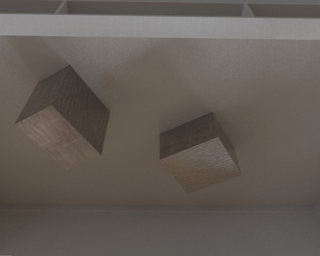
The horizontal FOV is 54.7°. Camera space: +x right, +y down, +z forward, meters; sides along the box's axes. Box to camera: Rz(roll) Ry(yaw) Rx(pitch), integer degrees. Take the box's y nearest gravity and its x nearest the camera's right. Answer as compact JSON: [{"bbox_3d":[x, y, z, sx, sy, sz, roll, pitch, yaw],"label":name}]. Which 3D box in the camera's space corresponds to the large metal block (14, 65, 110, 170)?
[{"bbox_3d":[-0.107,-0.012,0.361,0.050,0.080,0.080,-23,126,18],"label":"large metal block"}]

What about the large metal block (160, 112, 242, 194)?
[{"bbox_3d":[0.054,0.036,0.424,0.080,0.050,0.080,-24,127,18],"label":"large metal block"}]
